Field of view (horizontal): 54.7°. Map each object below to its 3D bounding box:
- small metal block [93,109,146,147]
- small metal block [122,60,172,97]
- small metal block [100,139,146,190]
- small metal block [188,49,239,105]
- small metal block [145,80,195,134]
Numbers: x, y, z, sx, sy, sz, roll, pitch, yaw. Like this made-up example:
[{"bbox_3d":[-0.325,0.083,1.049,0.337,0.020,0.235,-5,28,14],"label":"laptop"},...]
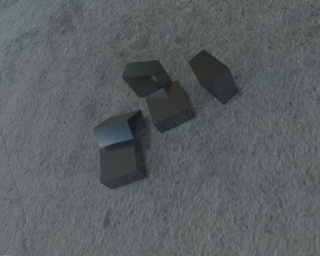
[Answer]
[{"bbox_3d":[-0.052,-0.001,0.413,0.050,0.025,0.050,-13,14,20],"label":"small metal block"},{"bbox_3d":[-0.017,-0.068,0.437,0.050,0.050,0.025,1,63,28],"label":"small metal block"},{"bbox_3d":[-0.049,0.045,0.400,0.050,0.025,0.050,-21,54,15],"label":"small metal block"},{"bbox_3d":[0.068,-0.064,0.391,0.025,0.050,0.050,-41,51,0],"label":"small metal block"},{"bbox_3d":[0.013,-0.028,0.413,0.050,0.025,0.050,-26,53,11],"label":"small metal block"}]
